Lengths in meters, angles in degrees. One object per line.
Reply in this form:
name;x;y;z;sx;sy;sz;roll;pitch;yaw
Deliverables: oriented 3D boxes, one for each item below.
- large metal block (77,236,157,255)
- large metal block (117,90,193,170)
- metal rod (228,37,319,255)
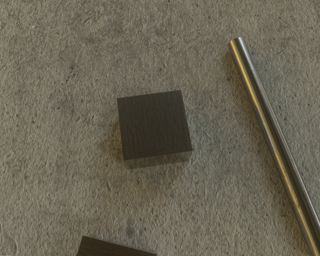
large metal block;-0.052;0.167;0.334;0.080;0.050;0.080;13;71;4
large metal block;-0.008;0.003;0.394;0.081;0.050;0.080;-8;70;-3
metal rod;0.149;0.011;0.405;0.025;0.025;0.299;-14;71;-5
